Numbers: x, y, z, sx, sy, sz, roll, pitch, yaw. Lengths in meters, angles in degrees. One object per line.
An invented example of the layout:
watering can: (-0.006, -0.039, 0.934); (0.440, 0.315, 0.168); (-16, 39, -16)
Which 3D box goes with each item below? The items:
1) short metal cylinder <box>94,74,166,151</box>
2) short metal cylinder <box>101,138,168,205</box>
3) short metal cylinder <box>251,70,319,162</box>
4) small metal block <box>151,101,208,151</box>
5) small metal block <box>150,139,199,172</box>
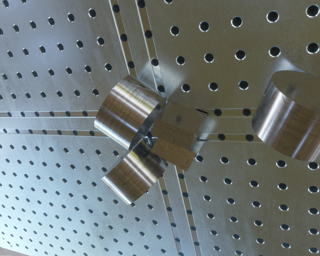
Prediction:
short metal cylinder: (-0.036, -0.019, 0.383); (0.050, 0.080, 0.079); (35, 129, 5)
short metal cylinder: (-0.035, 0.059, 0.431); (0.050, 0.080, 0.080); (46, 129, -4)
short metal cylinder: (0.136, -0.014, 0.296); (0.080, 0.080, 0.050); (24, 127, 13)
small metal block: (0.025, -0.004, 0.379); (0.050, 0.050, 0.025); (22, 127, 15)
small metal block: (0.020, 0.030, 0.400); (0.050, 0.050, 0.025); (29, 94, 10)
